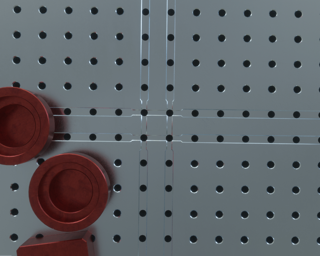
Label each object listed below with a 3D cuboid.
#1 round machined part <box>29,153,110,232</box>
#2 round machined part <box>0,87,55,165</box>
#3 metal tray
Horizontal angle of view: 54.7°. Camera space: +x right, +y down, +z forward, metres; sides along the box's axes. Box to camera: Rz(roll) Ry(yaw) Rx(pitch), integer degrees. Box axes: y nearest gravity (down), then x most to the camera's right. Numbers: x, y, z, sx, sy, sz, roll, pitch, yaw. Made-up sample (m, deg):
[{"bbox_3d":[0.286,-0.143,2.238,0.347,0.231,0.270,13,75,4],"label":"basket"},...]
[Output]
[{"bbox_3d":[-0.114,0.080,0.404,0.099,0.042,0.097,0,90,0],"label":"round machined part"},{"bbox_3d":[-0.186,-0.003,0.403,0.099,0.042,0.097,0,90,0],"label":"round machined part"},{"bbox_3d":[-0.131,0.210,0.410,0.091,0.030,0.129,-7,90,0],"label":"metal tray"}]
